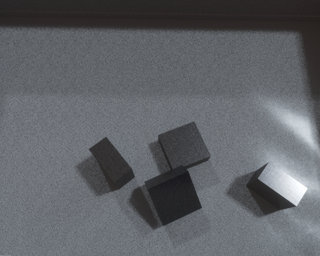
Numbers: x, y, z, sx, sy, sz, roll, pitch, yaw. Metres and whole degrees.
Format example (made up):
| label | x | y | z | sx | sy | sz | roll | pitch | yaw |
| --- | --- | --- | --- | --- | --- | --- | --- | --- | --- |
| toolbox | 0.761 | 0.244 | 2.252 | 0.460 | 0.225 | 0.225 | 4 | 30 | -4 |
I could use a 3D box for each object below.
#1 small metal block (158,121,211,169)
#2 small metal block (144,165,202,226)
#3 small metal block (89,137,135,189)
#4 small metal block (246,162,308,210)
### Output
| label | x | y | z | sx | sy | sz | roll | pitch | yaw |
| --- | --- | --- | --- | --- | --- | --- | --- | --- | --- |
| small metal block | 0.030 | 0.026 | 0.401 | 0.050 | 0.025 | 0.050 | -21 | 72 | -8 |
| small metal block | 0.016 | 0.080 | 0.369 | 0.050 | 0.025 | 0.050 | -23 | 104 | -9 |
| small metal block | -0.058 | 0.044 | 0.380 | 0.025 | 0.050 | 0.050 | -37 | 75 | -13 |
| small metal block | 0.138 | 0.071 | 0.372 | 0.050 | 0.050 | 0.025 | 36 | 74 | 12 |
